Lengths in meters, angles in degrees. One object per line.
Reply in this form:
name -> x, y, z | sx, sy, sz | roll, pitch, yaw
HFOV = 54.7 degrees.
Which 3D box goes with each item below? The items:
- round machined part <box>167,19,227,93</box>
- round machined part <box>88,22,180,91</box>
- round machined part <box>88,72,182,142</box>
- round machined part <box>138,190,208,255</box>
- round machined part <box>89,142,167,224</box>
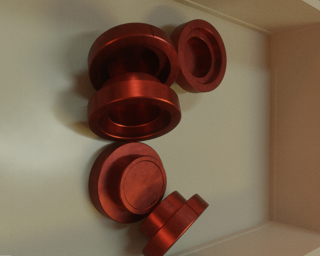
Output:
round machined part -> 0.046, -0.097, 0.434 | 0.099, 0.042, 0.097 | 0, 90, -40
round machined part -> -0.030, -0.076, 0.346 | 0.099, 0.098, 0.042 | 21, 41, -38
round machined part -> -0.028, -0.024, 0.337 | 0.099, 0.098, 0.042 | 17, 54, -39
round machined part -> 0.012, 0.116, 0.383 | 0.042, 0.097, 0.099 | 42, 54, 17
round machined part -> -0.031, 0.065, 0.370 | 0.099, 0.042, 0.097 | 0, 91, -40
